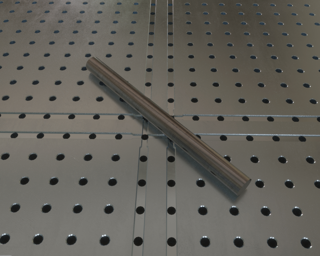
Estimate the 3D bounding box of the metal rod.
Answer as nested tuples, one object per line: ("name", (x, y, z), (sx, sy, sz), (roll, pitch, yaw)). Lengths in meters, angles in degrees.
("metal rod", (-0.006, -0.017, 0.423), (0.025, 0.025, 0.300), (-35, 58, -26))
